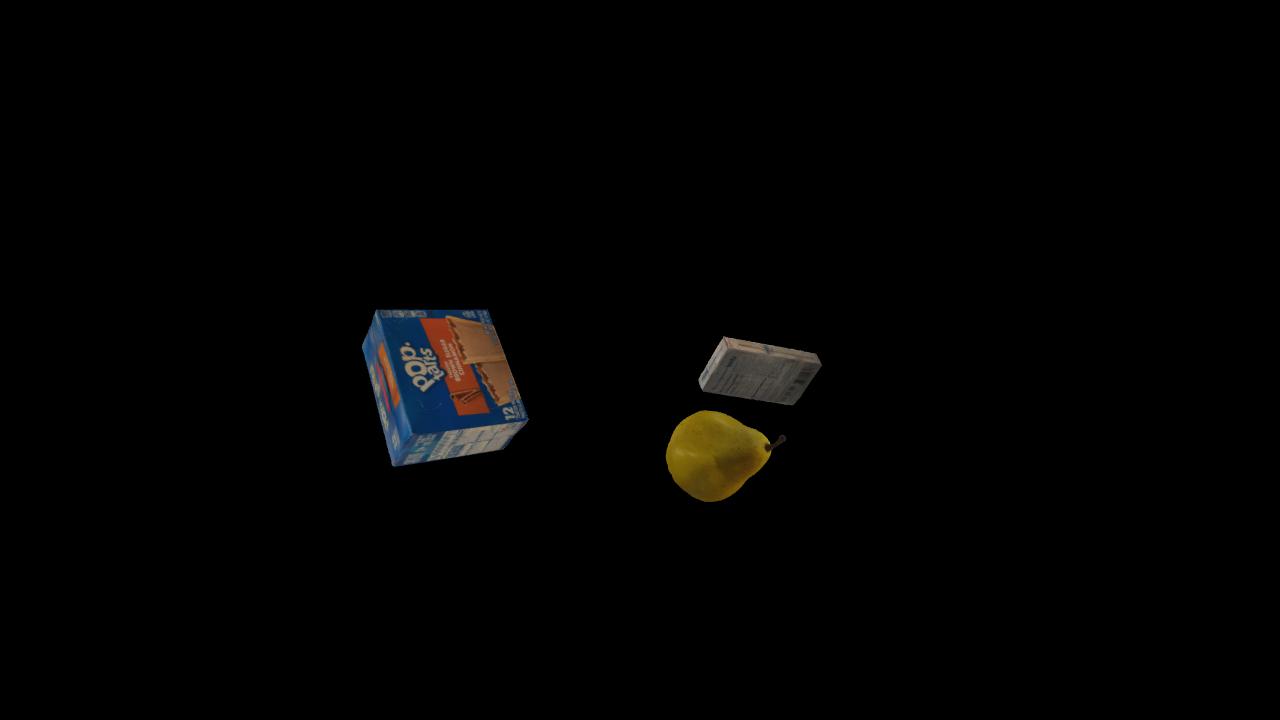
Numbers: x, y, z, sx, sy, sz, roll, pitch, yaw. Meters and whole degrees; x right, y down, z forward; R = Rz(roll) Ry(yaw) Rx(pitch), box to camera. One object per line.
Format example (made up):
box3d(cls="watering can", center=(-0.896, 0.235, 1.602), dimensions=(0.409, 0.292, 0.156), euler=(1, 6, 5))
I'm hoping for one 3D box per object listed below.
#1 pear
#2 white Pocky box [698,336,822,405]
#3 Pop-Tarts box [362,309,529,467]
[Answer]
box3d(cls="pear", center=(0.077, 0.084, 0.527), dimensions=(0.080, 0.080, 0.111), euler=(0, -2, -40))
box3d(cls="white Pocky box", center=(0.166, 0.018, 0.851), dimensions=(0.154, 0.084, 0.028), euler=(9, 39, -22))
box3d(cls="Pop-Tarts box", center=(-0.234, 0.027, 0.734), dimensions=(0.141, 0.167, 0.083), euler=(-4, -33, -39))
